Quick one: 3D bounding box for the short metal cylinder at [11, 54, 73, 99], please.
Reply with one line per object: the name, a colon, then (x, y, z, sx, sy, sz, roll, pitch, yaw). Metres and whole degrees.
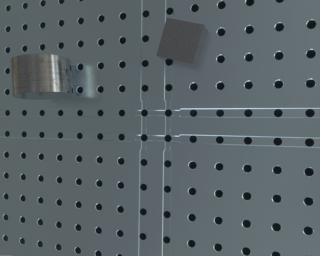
short metal cylinder: (-0.167, -0.070, 0.440, 0.080, 0.080, 0.050, -4, 89, 19)

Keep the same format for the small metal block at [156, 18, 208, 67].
small metal block: (0.029, -0.110, 0.402, 0.050, 0.025, 0.050, 18, 96, 18)
